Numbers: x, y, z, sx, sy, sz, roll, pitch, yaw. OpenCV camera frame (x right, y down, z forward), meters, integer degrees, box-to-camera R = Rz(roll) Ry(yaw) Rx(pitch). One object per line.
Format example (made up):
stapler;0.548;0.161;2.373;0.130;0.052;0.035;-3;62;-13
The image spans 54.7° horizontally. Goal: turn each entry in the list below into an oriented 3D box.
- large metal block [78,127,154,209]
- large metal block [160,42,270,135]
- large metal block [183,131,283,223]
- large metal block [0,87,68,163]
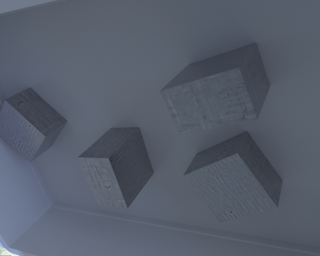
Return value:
large metal block;-0.058;0.053;0.437;0.050;0.080;0.080;-1;118;29
large metal block;0.059;-0.041;0.317;0.080;0.080;0.050;-12;112;33
large metal block;0.091;0.062;0.383;0.080;0.050;0.080;-30;102;38
large metal block;-0.210;-0.004;0.501;0.080;0.050;0.080;43;129;-2
